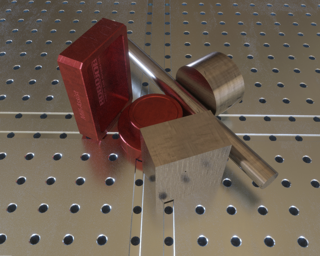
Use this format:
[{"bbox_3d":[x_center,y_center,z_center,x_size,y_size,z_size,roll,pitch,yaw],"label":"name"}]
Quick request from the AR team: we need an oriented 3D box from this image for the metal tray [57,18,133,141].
[{"bbox_3d":[-0.073,-0.056,0.386,0.030,0.129,0.090,22,53,17],"label":"metal tray"}]

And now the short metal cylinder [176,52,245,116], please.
[{"bbox_3d":[0.066,-0.056,0.418,0.050,0.080,0.080,-30,57,-23],"label":"short metal cylinder"}]

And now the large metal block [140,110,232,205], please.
[{"bbox_3d":[0.025,0.034,0.344,0.081,0.080,0.050,-15,52,-13],"label":"large metal block"}]

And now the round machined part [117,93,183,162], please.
[{"bbox_3d":[-0.006,-0.007,0.402,0.099,0.042,0.098,0,50,0],"label":"round machined part"}]

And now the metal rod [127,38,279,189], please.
[{"bbox_3d":[0.032,-0.037,0.411,0.025,0.025,0.300,-28,56,-22],"label":"metal rod"}]
